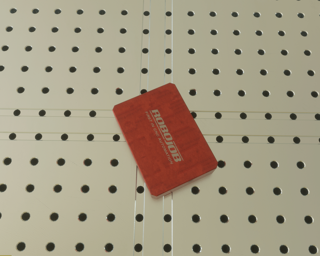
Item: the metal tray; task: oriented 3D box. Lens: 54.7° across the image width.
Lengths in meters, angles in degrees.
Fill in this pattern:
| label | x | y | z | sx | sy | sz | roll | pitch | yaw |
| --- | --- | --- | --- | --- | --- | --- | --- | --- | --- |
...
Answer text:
| label | x | y | z | sx | sy | sz | roll | pitch | yaw |
| --- | --- | --- | --- | --- | --- | --- | --- | --- | --- |
| metal tray | 0.005 | 0.014 | 0.404 | 0.091 | 0.030 | 0.130 | -24 | 72 | -9 |
